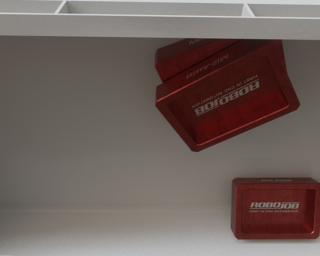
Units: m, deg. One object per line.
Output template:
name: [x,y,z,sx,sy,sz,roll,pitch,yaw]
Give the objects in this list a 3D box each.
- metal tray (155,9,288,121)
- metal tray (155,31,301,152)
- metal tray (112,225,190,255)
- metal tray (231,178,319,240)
metal tray: [0.070,-0.065,0.351,0.130,0.030,0.090,-17,128,14]
metal tray: [0.072,-0.033,0.337,0.130,0.030,0.090,-26,126,20]
metal tray: [-0.017,0.244,0.616,0.131,0.030,0.089,23,127,-19]
metal tray: [0.180,0.125,0.485,0.131,0.030,0.089,0,98,0]
